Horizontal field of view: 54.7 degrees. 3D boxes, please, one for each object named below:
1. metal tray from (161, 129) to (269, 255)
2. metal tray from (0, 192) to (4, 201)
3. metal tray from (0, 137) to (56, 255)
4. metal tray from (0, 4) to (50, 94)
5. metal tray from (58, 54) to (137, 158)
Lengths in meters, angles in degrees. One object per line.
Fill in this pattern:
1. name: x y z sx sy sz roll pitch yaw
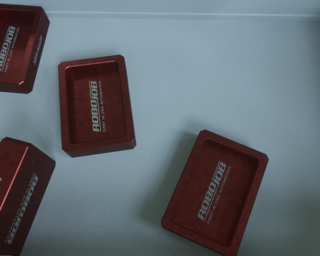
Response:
1. metal tray: 0.067 0.077 0.378 0.090 0.030 0.130 23 71 8
2. metal tray: -0.236 0.086 0.321 0.030 0.130 0.090 41 75 13
3. metal tray: -0.166 0.085 0.342 0.030 0.090 0.130 15 71 5
4. metal tray: -0.221 -0.117 0.447 0.091 0.030 0.130 5 70 1
5. metal tray: -0.085 -0.031 0.417 0.091 0.030 0.130 -8 70 -3
